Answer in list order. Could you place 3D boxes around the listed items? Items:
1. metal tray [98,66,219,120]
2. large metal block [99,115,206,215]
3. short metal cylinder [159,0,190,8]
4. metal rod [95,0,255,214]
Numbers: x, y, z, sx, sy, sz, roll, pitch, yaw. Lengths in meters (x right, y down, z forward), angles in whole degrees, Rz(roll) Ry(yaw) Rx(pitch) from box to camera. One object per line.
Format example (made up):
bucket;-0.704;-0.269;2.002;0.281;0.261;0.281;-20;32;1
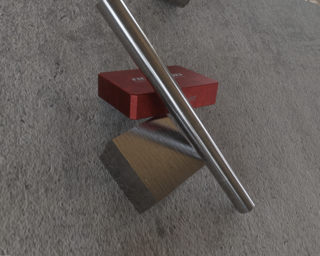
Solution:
metal tray;-0.002;-0.051;0.399;0.131;0.030;0.090;-13;31;-34
large metal block;-0.009;0.039;0.359;0.081;0.050;0.080;-31;79;-38
short metal cylinder;0.028;-0.258;0.541;0.050;0.080;0.080;11;57;-23
metal rod;0.030;-0.010;0.348;0.299;0.025;0.025;54;47;-22
